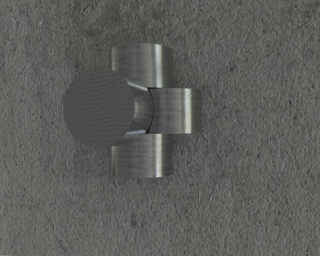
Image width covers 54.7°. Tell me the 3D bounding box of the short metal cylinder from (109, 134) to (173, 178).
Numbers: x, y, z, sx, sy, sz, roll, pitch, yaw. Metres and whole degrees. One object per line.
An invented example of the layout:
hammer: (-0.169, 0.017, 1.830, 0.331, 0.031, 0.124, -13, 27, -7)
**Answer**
short metal cylinder: (-0.023, 0.031, 0.388, 0.080, 0.080, 0.050, 0, 90, 19)

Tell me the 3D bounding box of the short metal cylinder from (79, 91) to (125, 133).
short metal cylinder: (-0.066, -0.018, 0.403, 0.080, 0.080, 0.050, -1, 90, 19)

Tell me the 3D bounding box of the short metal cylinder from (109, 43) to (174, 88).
short metal cylinder: (-0.023, -0.070, 0.388, 0.080, 0.080, 0.050, -2, 90, 19)

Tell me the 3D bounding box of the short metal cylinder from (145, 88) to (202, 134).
short metal cylinder: (0.011, -0.019, 0.376, 0.080, 0.080, 0.050, 0, 90, 19)

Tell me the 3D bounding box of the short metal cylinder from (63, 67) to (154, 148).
short metal cylinder: (-0.053, -0.020, 0.329, 0.080, 0.050, 0.079, 0, 90, 19)
